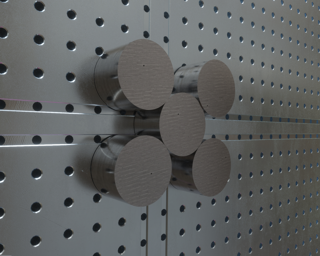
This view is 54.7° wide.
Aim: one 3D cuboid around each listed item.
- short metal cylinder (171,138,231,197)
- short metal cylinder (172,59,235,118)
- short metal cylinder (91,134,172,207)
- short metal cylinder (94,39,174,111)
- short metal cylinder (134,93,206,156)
[{"bbox_3d":[0.056,0.053,0.441,0.081,0.050,0.079,0,90,-40],"label":"short metal cylinder"},{"bbox_3d":[0.063,-0.054,0.445,0.081,0.050,0.079,0,90,-40],"label":"short metal cylinder"},{"bbox_3d":[-0.033,0.048,0.366,0.081,0.050,0.079,0,90,-40],"label":"short metal cylinder"},{"bbox_3d":[-0.030,-0.060,0.369,0.081,0.050,0.079,0,90,-40],"label":"short metal cylinder"},{"bbox_3d":[0.014,-0.005,0.406,0.081,0.050,0.079,0,90,-40],"label":"short metal cylinder"}]
